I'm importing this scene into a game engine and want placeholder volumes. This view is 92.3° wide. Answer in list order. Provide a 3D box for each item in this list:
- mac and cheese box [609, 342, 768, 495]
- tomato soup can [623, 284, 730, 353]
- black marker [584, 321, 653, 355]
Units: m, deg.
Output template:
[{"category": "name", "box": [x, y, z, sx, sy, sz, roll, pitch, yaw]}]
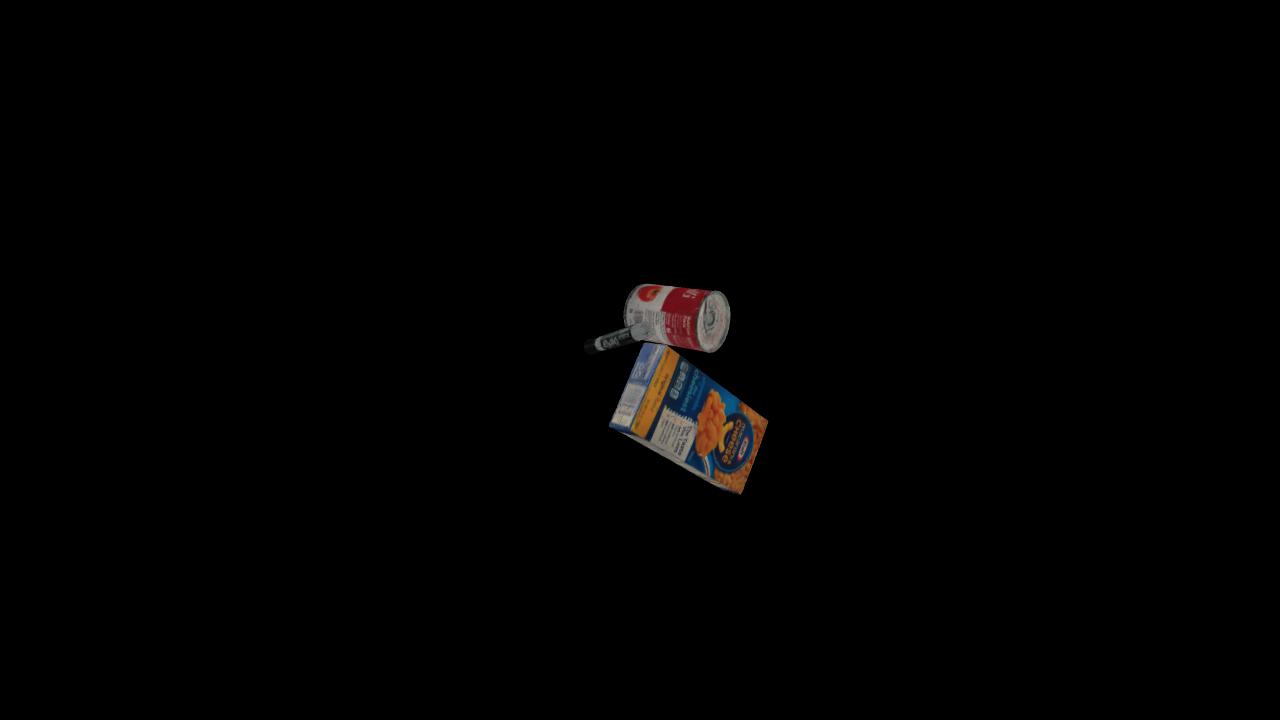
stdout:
[{"category": "mac and cheese box", "box": [0.057, 0.065, 0.639, 0.184, 0.093, 0.041, 34, -19, -37]}, {"category": "tomato soup can", "box": [0.040, -0.048, 0.687, 0.101, 0.068, 0.068, 11, 7, 37]}, {"category": "black marker", "box": [-0.028, -0.023, 0.690, 0.020, 0.020, 0.121, 0, -8, -35]}]
